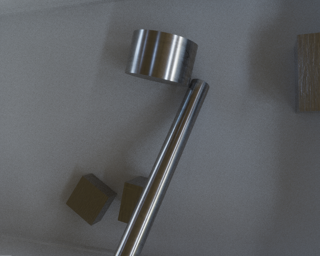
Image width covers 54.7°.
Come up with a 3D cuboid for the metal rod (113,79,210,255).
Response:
[{"bbox_3d":[-0.007,0.073,0.344,0.025,0.025,0.300,18,69,19],"label":"metal rod"}]

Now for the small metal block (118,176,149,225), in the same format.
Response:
[{"bbox_3d":[-0.028,0.094,0.406,0.025,0.050,0.050,12,94,19],"label":"small metal block"}]

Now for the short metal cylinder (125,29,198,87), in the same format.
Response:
[{"bbox_3d":[0.002,-0.083,0.380,0.080,0.080,0.050,14,95,19],"label":"short metal cylinder"}]

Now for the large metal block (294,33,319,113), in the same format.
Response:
[{"bbox_3d":[0.190,-0.058,0.331,0.080,0.050,0.079,-1,90,19],"label":"large metal block"}]

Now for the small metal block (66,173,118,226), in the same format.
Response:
[{"bbox_3d":[-0.098,0.102,0.444,0.050,0.025,0.050,35,101,16],"label":"small metal block"}]
